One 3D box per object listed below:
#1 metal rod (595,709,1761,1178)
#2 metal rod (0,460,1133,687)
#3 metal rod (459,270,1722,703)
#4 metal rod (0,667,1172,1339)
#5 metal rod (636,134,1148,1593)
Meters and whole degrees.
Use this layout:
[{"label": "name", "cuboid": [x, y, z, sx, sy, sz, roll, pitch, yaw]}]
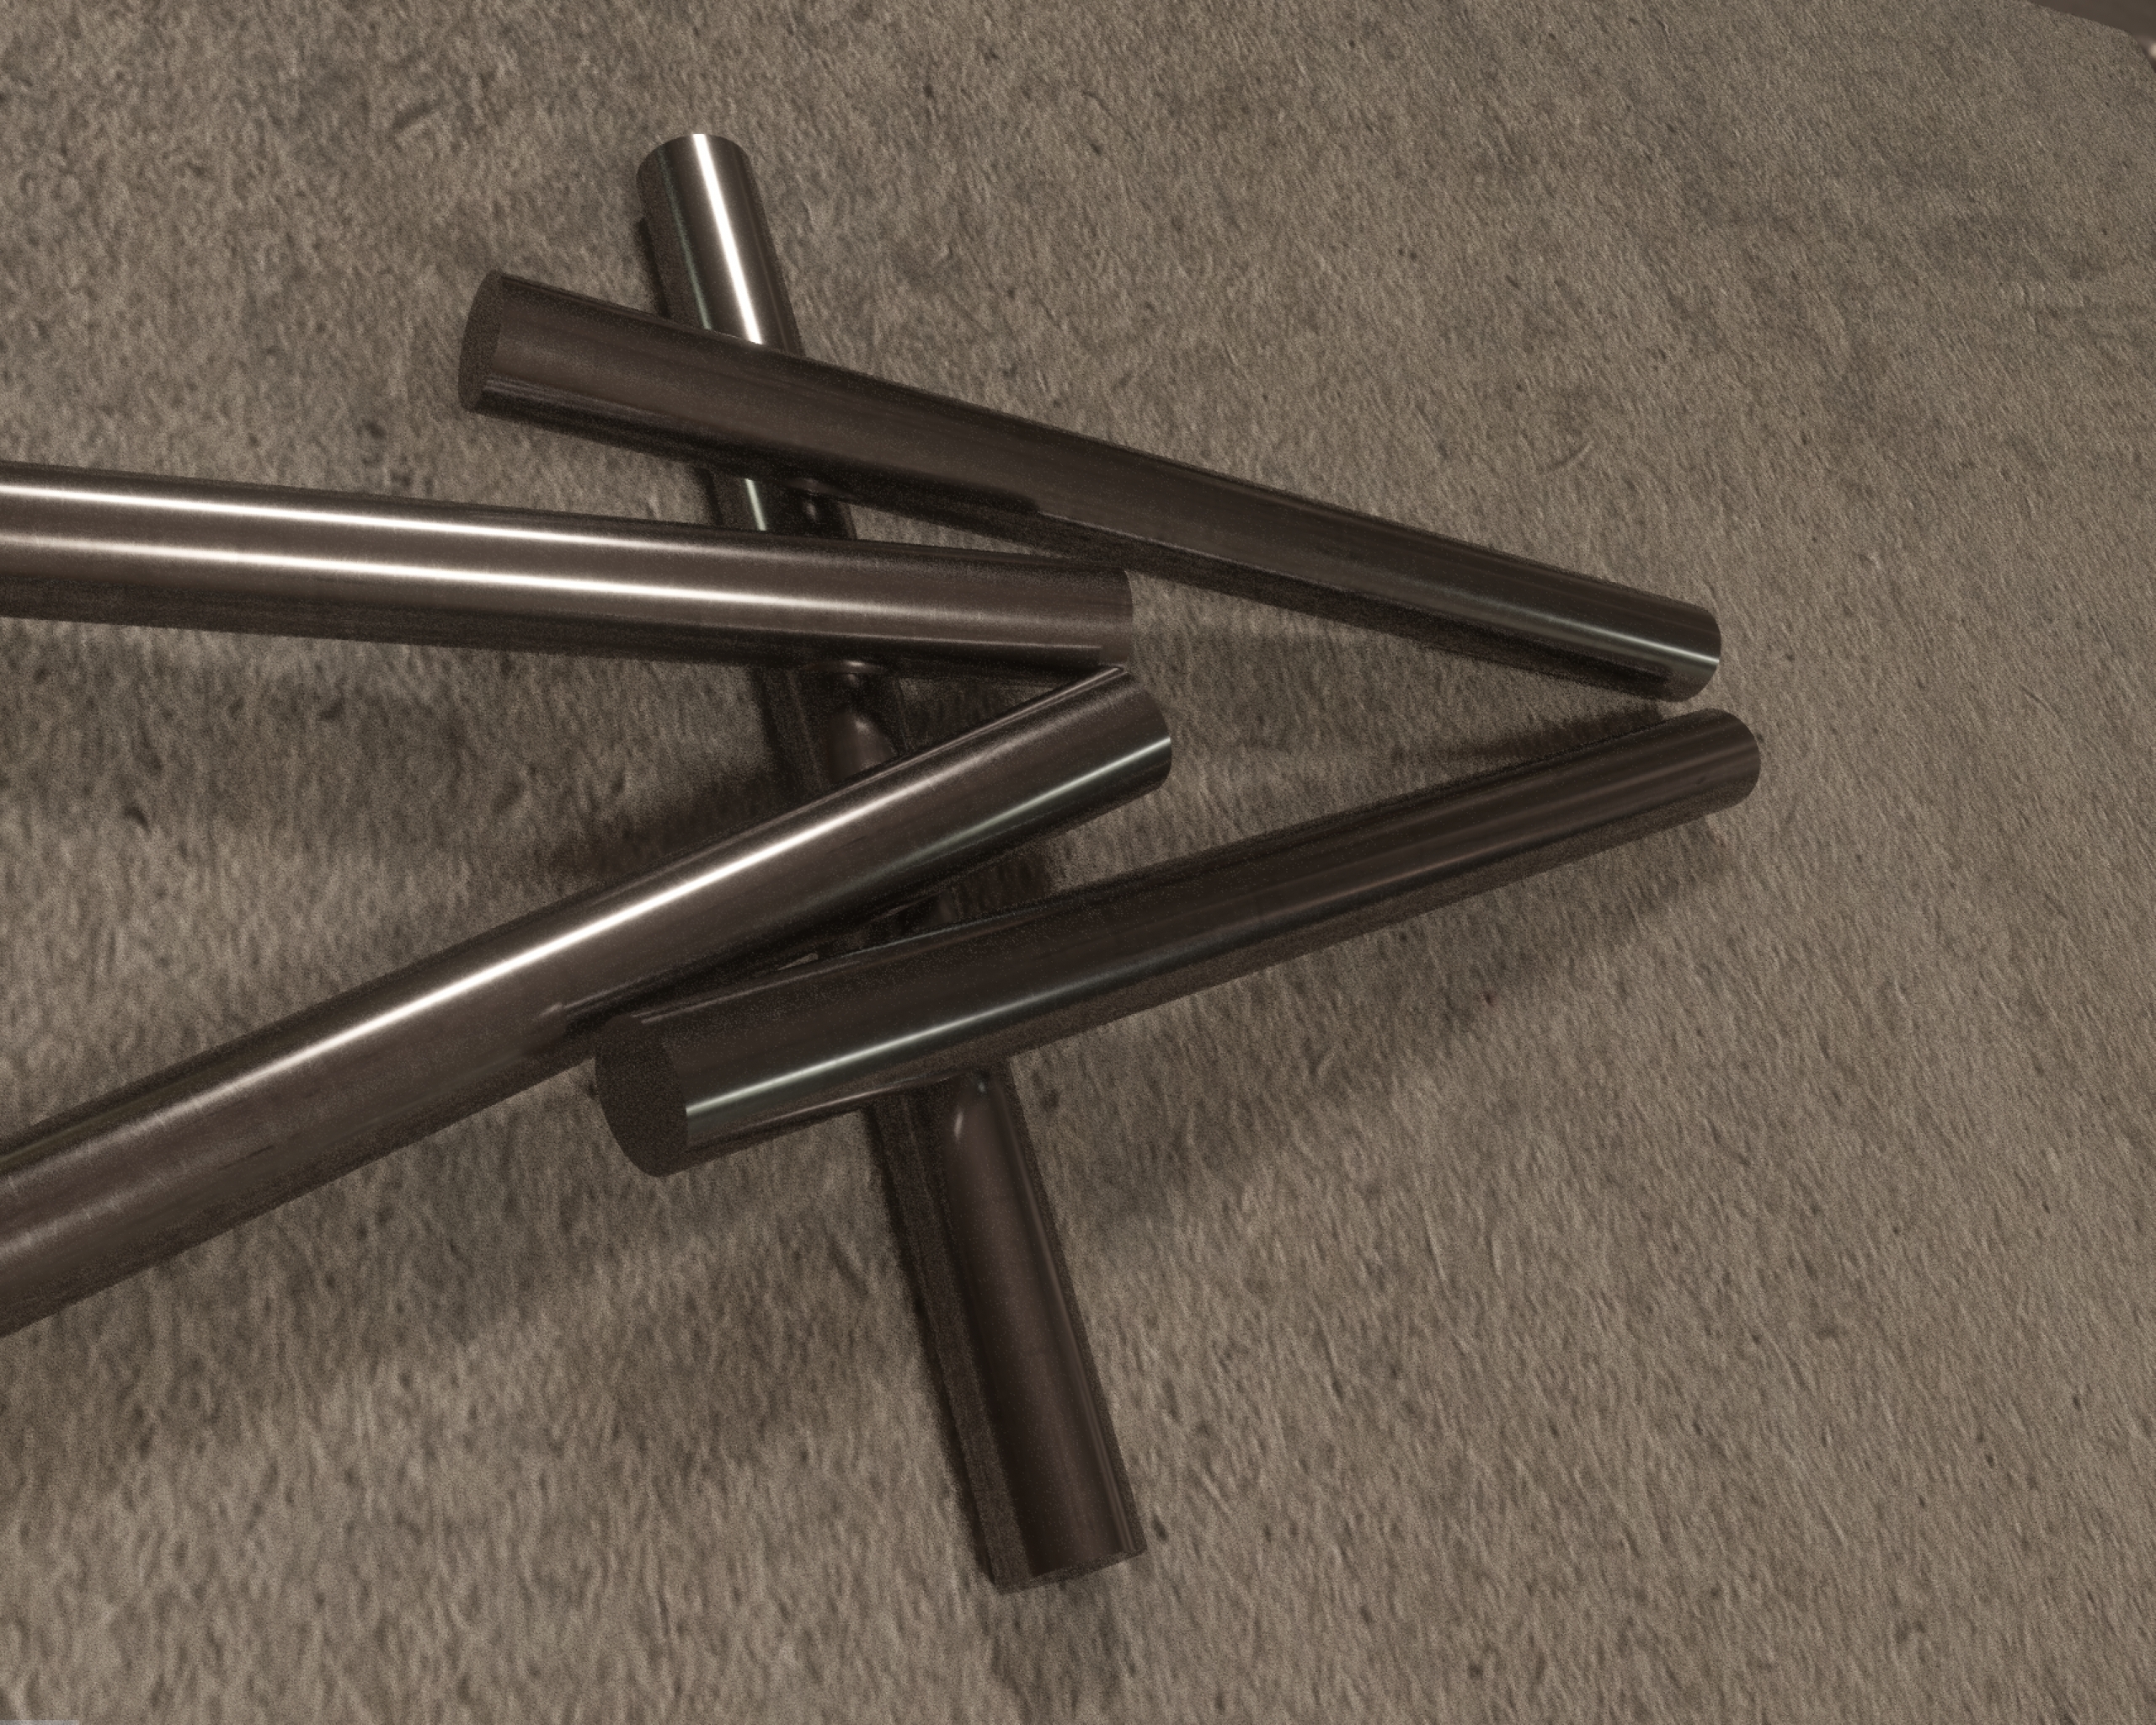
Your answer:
[{"label": "metal rod", "cuboid": [0.045, 0.005, 0.408, 0.302, 0.025, 0.025, -15, 70, -41]}, {"label": "metal rod", "cuboid": [-0.135, -0.050, 0.346, 0.303, 0.025, 0.025, 2, 61, -21]}, {"label": "metal rod", "cuboid": [0.023, -0.072, 0.442, 0.302, 0.025, 0.025, 9, 58, -31]}, {"label": "metal rod", "cuboid": [-0.107, 0.032, 0.311, 0.302, 0.025, 0.025, -26, 76, -32]}, {"label": "metal rod", "cuboid": [-0.042, -0.017, 0.394, 0.025, 0.025, 0.299, -3, 63, -30]}]
